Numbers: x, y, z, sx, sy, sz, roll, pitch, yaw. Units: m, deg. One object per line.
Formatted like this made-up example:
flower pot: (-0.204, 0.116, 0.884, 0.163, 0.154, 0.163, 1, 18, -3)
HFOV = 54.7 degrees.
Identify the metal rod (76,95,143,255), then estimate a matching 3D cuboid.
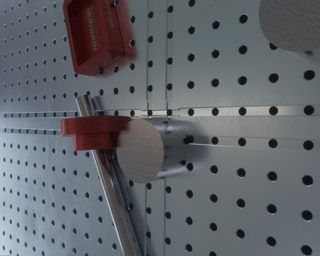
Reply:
metal rod: (-0.076, 0.085, 0.472, 0.025, 0.025, 0.299, -33, 70, 35)

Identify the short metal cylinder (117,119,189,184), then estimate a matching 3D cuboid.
short metal cylinder: (-0.010, 0.028, 0.402, 0.080, 0.050, 0.080, 0, 90, 40)

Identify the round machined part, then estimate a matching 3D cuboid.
round machined part: (-0.088, 0.009, 0.434, 0.098, 0.099, 0.042, -7, 85, 40)

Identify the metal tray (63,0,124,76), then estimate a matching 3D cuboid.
metal tray: (-0.109, -0.160, 0.496, 0.090, 0.030, 0.129, -20, 77, 38)

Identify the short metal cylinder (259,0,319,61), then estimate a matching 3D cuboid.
short metal cylinder: (0.138, -0.104, 0.279, 0.080, 0.050, 0.080, 0, 90, 40)
